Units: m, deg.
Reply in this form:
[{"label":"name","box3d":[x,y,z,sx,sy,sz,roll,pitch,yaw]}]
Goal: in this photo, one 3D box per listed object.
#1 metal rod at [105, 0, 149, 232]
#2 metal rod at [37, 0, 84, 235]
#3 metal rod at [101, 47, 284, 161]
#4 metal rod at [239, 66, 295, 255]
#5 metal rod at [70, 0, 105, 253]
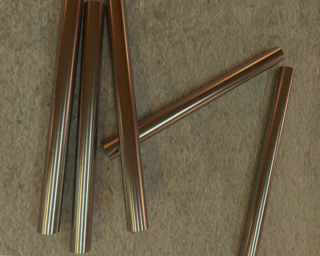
[{"label":"metal rod","box3d":[-0.042,-0.031,0.373,0.025,0.025,0.298,-4,84,-20]},{"label":"metal rod","box3d":[-0.116,-0.028,0.366,0.025,0.025,0.298,6,88,-20]},{"label":"metal rod","box3d":[0.057,-0.042,0.431,0.302,0.025,0.025,-30,100,-18]},{"label":"metal rod","box3d":[0.163,0.053,0.471,0.025,0.025,0.298,15,85,-20]},{"label":"metal rod","box3d":[-0.088,-0.002,0.377,0.025,0.025,0.298,4,89,-20]}]
